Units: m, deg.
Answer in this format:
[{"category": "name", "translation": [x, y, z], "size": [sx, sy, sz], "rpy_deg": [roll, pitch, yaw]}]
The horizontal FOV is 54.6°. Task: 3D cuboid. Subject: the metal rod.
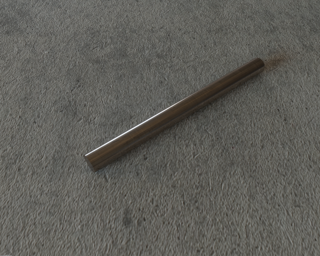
[{"category": "metal rod", "translation": [0.035, -0.028, 0.427], "size": [0.302, 0.025, 0.025], "rpy_deg": [-31, 57, -23]}]
